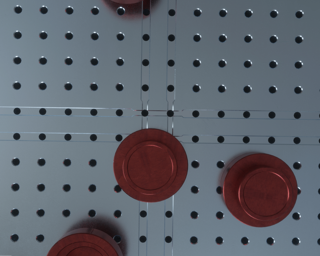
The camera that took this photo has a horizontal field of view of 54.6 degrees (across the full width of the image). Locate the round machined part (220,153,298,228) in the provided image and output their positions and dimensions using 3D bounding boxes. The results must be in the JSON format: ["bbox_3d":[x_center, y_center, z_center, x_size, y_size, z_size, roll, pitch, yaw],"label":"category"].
[{"bbox_3d":[0.132,0.082,0.406,0.099,0.042,0.097,0,90,0],"label":"round machined part"}]

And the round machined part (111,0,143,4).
[{"bbox_3d":[-0.043,-0.210,0.404,0.099,0.042,0.097,0,90,0],"label":"round machined part"}]

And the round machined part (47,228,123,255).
[{"bbox_3d":[-0.096,0.178,0.404,0.099,0.042,0.097,0,90,0],"label":"round machined part"}]

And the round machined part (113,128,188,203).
[{"bbox_3d":[-0.012,0.049,0.405,0.099,0.042,0.097,0,90,0],"label":"round machined part"}]
